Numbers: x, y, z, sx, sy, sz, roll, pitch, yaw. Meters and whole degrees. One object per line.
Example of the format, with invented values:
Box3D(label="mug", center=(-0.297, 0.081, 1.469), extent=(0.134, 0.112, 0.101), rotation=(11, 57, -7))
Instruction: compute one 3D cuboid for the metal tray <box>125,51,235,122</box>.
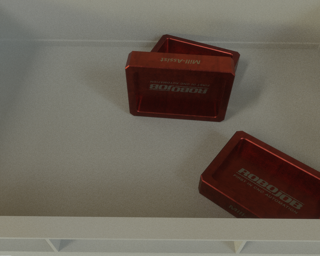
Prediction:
Box3D(label="metal tray", center=(0.025, -0.052, 0.406), extent=(0.131, 0.089, 0.030), rotation=(4, 50, 3))

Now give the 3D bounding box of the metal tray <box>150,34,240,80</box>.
Box3D(label="metal tray", center=(0.049, -0.097, 0.483), extent=(0.130, 0.030, 0.090), rotation=(18, 52, 14))

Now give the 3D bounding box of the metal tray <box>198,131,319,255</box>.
Box3D(label="metal tray", center=(0.121, 0.068, 0.346), extent=(0.130, 0.030, 0.090), rotation=(31, 56, 23))
